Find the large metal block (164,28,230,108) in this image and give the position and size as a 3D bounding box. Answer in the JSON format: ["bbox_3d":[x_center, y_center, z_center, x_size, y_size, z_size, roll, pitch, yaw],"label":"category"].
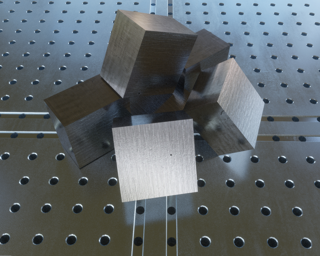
[{"bbox_3d":[0.047,-0.081,0.441,0.080,0.080,0.050,-32,57,-24],"label":"large metal block"}]

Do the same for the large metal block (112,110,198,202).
[{"bbox_3d":[-0.006,0.028,0.339,0.080,0.080,0.050,-7,14,-6],"label":"large metal block"}]

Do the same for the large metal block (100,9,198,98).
[{"bbox_3d":[-0.014,-0.085,0.362,0.081,0.079,0.050,-12,46,-43],"label":"large metal block"}]

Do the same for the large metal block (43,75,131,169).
[{"bbox_3d":[-0.082,-0.010,0.378,0.080,0.080,0.050,-31,57,-23],"label":"large metal block"}]

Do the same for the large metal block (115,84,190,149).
[{"bbox_3d":[-0.007,-0.024,0.413,0.080,0.050,0.080,-32,57,-24],"label":"large metal block"}]

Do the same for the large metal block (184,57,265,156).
[{"bbox_3d":[0.082,-0.025,0.384,0.050,0.080,0.080,-17,36,42],"label":"large metal block"}]
